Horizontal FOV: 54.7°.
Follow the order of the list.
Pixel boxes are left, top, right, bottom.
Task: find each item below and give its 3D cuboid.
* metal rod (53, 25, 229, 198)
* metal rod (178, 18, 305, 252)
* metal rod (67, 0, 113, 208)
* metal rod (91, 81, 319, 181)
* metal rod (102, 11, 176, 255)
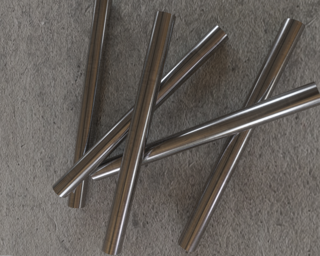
[{"bbox_3d":[-0.031,-0.016,0.405,0.300,0.025,0.025,-44,76,9],"label":"metal rod"},{"bbox_3d":[0.094,0.015,0.375,0.025,0.025,0.298,27,99,18],"label":"metal rod"},{"bbox_3d":[-0.101,-0.034,0.444,0.025,0.025,0.298,9,93,20],"label":"metal rod"},{"bbox_3d":[0.035,0.014,0.377,0.300,0.025,0.025,-21,83,25],"label":"metal rod"},{"bbox_3d":[-0.028,0.011,0.380,0.025,0.025,0.298,16,97,19],"label":"metal rod"}]
